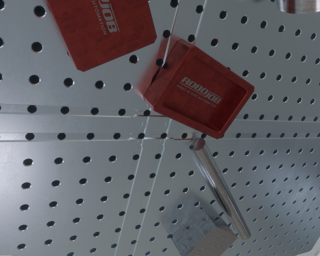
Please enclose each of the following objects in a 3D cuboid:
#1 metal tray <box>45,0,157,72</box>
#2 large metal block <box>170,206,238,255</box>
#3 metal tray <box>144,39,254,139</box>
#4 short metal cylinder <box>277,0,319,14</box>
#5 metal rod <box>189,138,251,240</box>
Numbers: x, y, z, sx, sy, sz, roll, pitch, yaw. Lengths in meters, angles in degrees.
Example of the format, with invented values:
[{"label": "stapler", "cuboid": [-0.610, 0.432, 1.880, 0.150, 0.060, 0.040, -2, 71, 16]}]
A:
[{"label": "metal tray", "cuboid": [-0.063, -0.130, 0.294, 0.091, 0.030, 0.129, -26, 128, -12]}, {"label": "large metal block", "cuboid": [0.080, 0.199, 0.563, 0.080, 0.050, 0.080, -48, 129, 5]}, {"label": "metal tray", "cuboid": [0.055, -0.045, 0.410, 0.131, 0.030, 0.090, 23, 106, -37]}, {"label": "short metal cylinder", "cuboid": [0.178, -0.177, 0.364, 0.080, 0.080, 0.050, -30, 129, -10]}, {"label": "metal rod", "cuboid": [0.116, 0.122, 0.550, 0.025, 0.025, 0.299, -36, 129, -5]}]
